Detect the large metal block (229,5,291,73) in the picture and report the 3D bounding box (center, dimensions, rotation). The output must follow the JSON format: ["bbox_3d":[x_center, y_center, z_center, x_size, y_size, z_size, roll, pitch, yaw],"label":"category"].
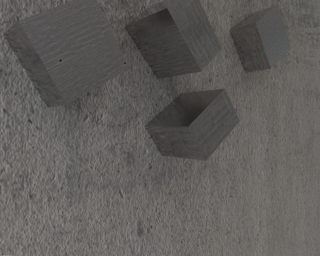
[{"bbox_3d":[0.175,-0.153,0.534,0.080,0.050,0.080,-41,115,-32],"label":"large metal block"}]

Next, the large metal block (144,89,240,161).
[{"bbox_3d":[0.042,-0.006,0.404,0.080,0.080,0.050,-44,117,-31],"label":"large metal block"}]

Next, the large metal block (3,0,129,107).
[{"bbox_3d":[-0.091,-0.076,0.312,0.080,0.050,0.080,-39,114,-33],"label":"large metal block"}]

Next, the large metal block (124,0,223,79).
[{"bbox_3d":[0.016,-0.112,0.382,0.050,0.080,0.080,-49,119,-29],"label":"large metal block"}]
